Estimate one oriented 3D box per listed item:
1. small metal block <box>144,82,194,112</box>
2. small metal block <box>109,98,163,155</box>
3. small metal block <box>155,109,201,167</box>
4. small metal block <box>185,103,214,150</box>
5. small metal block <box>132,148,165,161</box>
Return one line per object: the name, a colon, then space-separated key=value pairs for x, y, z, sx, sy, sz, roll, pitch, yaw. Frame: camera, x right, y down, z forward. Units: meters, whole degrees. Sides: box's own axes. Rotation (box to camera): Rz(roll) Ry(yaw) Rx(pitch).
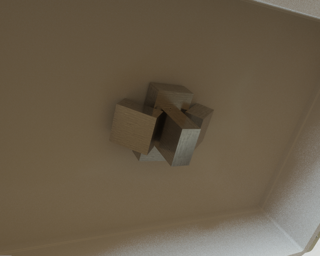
small metal block: x=0.009 y=-0.028 z=0.393 sx=0.050 sy=0.025 sz=0.050 roll=2 pitch=118 yaw=-30
small metal block: x=-0.029 y=-0.002 z=0.372 sx=0.050 sy=0.025 sz=0.050 roll=20 pitch=115 yaw=10
small metal block: x=0.019 y=0.011 z=0.374 sx=0.025 sy=0.050 sz=0.050 roll=0 pitch=118 yaw=-29
small metal block: x=0.046 y=-0.001 z=0.415 sx=0.050 sy=0.025 sz=0.050 roll=-35 pitch=145 yaw=-60
small metal block: x=-0.004 y=0.016 z=0.414 sx=0.050 sy=0.025 sz=0.050 roll=3 pitch=117 yaw=-29
